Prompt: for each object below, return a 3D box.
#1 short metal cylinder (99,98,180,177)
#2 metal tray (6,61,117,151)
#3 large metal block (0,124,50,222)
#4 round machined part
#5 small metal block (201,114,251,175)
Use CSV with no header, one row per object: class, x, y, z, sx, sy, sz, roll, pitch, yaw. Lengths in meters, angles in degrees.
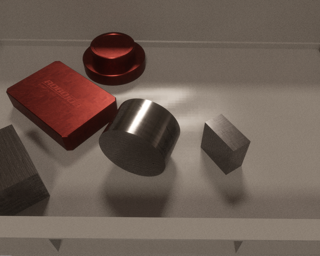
short metal cylinder,-0.023,0.012,0.359,0.080,0.080,0.050,17,52,13
metal tray,-0.135,-0.036,0.430,0.130,0.030,0.090,33,57,24
large metal block,-0.182,0.054,0.341,0.081,0.050,0.080,-28,56,-22
round machined part,-0.073,-0.115,0.490,0.099,0.042,0.098,0,50,0
small metal block,0.077,0.020,0.373,0.025,0.050,0.050,-26,55,-21
